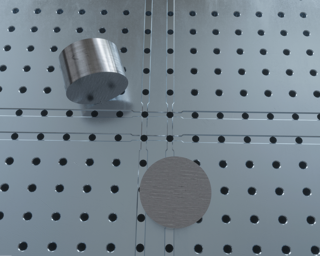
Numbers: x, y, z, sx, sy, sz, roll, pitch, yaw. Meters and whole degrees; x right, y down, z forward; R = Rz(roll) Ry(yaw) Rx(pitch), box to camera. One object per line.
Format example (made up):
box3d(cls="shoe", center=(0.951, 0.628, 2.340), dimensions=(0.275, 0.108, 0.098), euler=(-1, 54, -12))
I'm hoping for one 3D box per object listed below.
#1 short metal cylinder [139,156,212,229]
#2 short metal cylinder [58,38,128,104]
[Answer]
box3d(cls="short metal cylinder", center=(0.017, 0.079, 0.370), dimensions=(0.081, 0.050, 0.080), euler=(0, 70, 0))
box3d(cls="short metal cylinder", center=(-0.088, -0.072, 0.408), dimensions=(0.081, 0.080, 0.050), euler=(-16, 71, -6))
